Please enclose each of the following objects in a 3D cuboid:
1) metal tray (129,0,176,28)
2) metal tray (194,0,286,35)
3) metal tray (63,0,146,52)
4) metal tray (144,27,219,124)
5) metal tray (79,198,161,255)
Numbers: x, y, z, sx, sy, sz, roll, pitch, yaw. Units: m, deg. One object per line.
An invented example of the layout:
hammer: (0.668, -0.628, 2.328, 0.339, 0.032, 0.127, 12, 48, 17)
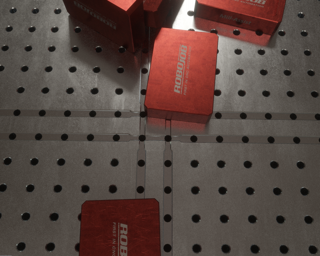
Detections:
metal tray: (-0.019, -0.214, 0.470, 0.090, 0.030, 0.130, 16, 64, 19)
metal tray: (0.128, -0.206, 0.485, 0.131, 0.030, 0.090, 16, 71, 5)
metal tray: (-0.083, -0.172, 0.439, 0.130, 0.090, 0.030, 33, 74, 11)
metal tray: (0.031, -0.076, 0.437, 0.091, 0.030, 0.130, 7, 70, 2)
metal tray: (-0.044, 0.149, 0.354, 0.091, 0.030, 0.130, -2, 70, -1)
